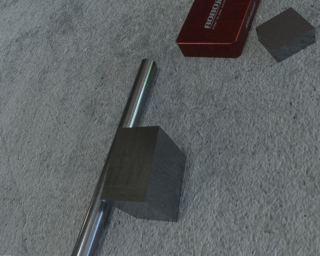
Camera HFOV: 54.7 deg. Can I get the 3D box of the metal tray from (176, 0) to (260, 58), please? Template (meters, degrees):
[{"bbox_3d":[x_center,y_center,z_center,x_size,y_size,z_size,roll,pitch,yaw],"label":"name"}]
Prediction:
[{"bbox_3d":[0.088,-0.164,0.454,0.090,0.030,0.130,10,67,32],"label":"metal tray"}]

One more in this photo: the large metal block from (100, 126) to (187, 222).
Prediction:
[{"bbox_3d":[-0.013,0.053,0.342,0.050,0.080,0.080,-3,60,26],"label":"large metal block"}]

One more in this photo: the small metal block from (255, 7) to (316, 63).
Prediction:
[{"bbox_3d":[0.159,-0.118,0.393,0.050,0.025,0.050,-29,52,9],"label":"small metal block"}]

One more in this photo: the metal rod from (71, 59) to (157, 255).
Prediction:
[{"bbox_3d":[-0.056,0.034,0.410,0.025,0.025,0.300,3,63,29],"label":"metal rod"}]
